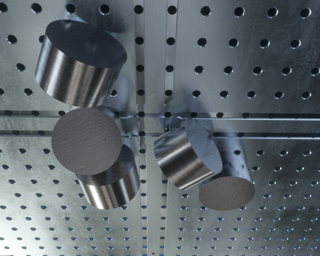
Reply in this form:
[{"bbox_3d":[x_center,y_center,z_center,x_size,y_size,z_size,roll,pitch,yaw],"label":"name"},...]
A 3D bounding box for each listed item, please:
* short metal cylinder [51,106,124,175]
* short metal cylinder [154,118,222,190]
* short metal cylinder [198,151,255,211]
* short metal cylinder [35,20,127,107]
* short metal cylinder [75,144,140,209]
[{"bbox_3d":[-0.085,0.012,0.382,0.081,0.050,0.079,0,98,-3],"label":"short metal cylinder"},{"bbox_3d":[0.037,0.034,0.405,0.050,0.080,0.080,-34,123,25],"label":"short metal cylinder"},{"bbox_3d":[0.096,0.080,0.465,0.081,0.050,0.079,0,130,0],"label":"short metal cylinder"},{"bbox_3d":[-0.081,-0.067,0.318,0.080,0.080,0.050,20,127,-17],"label":"short metal cylinder"},{"bbox_3d":[-0.071,0.064,0.429,0.080,0.080,0.050,-5,130,3],"label":"short metal cylinder"}]
